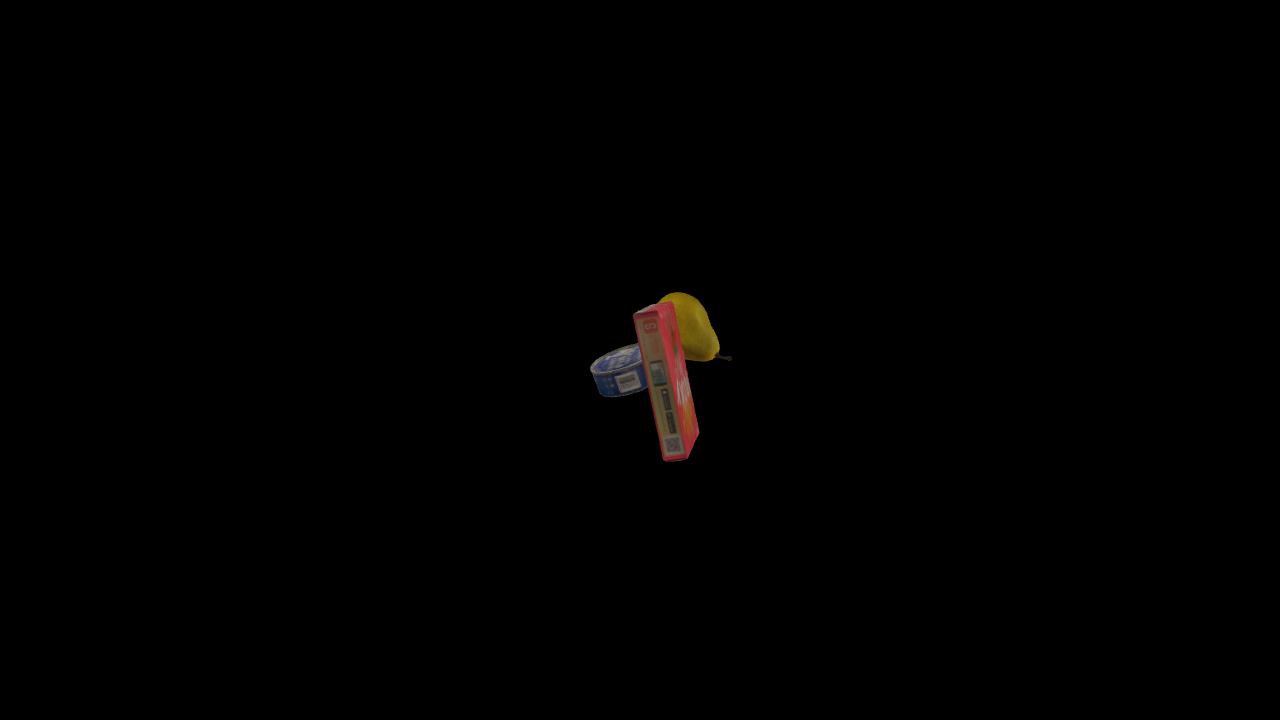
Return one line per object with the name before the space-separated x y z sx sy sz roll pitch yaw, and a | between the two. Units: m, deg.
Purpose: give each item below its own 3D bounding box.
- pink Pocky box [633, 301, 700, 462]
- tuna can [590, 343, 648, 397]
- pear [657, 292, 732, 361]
pink Pocky box | 0.030 0.020 0.643 0.029 0.155 0.084 -10 8 16
tuna can | -0.014 0.011 0.716 0.084 0.034 0.084 -18 17 6
pear | 0.058 -0.025 0.733 0.080 0.111 0.080 -36 -20 -15
